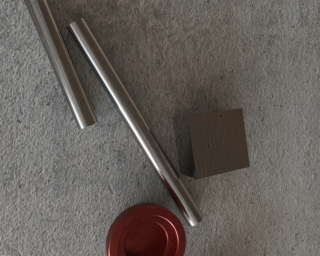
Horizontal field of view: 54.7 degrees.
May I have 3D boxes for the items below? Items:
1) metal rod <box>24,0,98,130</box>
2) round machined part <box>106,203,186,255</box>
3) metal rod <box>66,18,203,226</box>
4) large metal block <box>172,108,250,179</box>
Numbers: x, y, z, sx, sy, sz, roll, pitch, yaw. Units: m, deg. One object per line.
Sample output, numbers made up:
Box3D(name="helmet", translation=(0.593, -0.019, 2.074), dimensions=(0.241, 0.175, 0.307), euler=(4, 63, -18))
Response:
Box3D(name="metal rod", translation=(-0.140, -0.141, 0.357), dimensions=(0.025, 0.025, 0.298), euler=(-24, 98, -19))
Box3D(name="round machined part", translation=(-0.020, 0.143, 0.394), dimensions=(0.099, 0.042, 0.097), euler=(0, 90, -21))
Box3D(name="metal rod", translation=(-0.026, 0.001, 0.400), dimensions=(0.025, 0.025, 0.299), euler=(-34, 101, -17))
Box3D(name="large metal block", translation=(0.069, 0.019, 0.423), dimensions=(0.081, 0.050, 0.079), euler=(-10, 94, -20))
